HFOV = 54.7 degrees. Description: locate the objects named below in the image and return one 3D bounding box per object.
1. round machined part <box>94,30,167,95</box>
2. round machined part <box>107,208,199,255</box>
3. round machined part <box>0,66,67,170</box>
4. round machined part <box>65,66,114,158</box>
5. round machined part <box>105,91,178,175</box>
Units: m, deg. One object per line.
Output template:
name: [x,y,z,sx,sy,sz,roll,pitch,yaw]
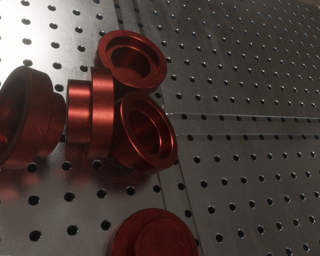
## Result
round machined part: [-0.043,-0.084,0.426,0.099,0.042,0.098,14,56,-21]
round machined part: [-0.001,0.131,0.318,0.099,0.042,0.098,14,56,-21]
round machined part: [-0.128,-0.008,0.302,0.042,0.098,0.098,18,52,-43]
round machined part: [-0.078,-0.017,0.331,0.042,0.097,0.098,2,61,-18]
round machined part: [-0.026,0.009,0.363,0.098,0.042,0.098,38,36,-35]
